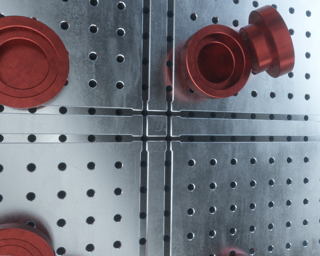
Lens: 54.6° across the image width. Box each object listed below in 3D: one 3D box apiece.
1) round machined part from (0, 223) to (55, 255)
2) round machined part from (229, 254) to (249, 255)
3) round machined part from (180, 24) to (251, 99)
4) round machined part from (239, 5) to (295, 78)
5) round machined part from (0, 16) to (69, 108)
[{"bbox_3d":[-0.167,0.154,0.342,0.099,0.042,0.097,0,89,-19],"label":"round machined part"},{"bbox_3d":[0.121,0.239,0.448,0.099,0.042,0.097,0,90,-20],"label":"round machined part"},{"bbox_3d":[0.073,-0.089,0.430,0.099,0.042,0.097,0,90,-20],"label":"round machined part"},{"bbox_3d":[0.143,-0.115,0.431,0.042,0.098,0.098,-22,98,6],"label":"round machined part"},{"bbox_3d":[-0.154,-0.070,0.347,0.099,0.042,0.097,0,90,-20],"label":"round machined part"}]
